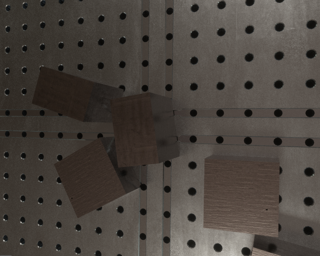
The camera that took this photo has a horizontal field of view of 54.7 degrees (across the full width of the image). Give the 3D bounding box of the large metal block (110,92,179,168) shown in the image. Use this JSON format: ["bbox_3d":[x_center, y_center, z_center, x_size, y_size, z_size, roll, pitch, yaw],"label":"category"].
[{"bbox_3d":[-0.016,0.003,0.388,0.050,0.080,0.080,-8,87,19],"label":"large metal block"}]

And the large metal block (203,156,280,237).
[{"bbox_3d":[0.097,0.075,0.365,0.080,0.050,0.079,1,90,19],"label":"large metal block"}]

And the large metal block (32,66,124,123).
[{"bbox_3d":[-0.108,-0.043,0.420,0.080,0.080,0.050,19,96,18],"label":"large metal block"}]

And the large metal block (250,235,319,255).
[{"bbox_3d":[0.140,0.176,0.350,0.080,0.050,0.079,12,94,19],"label":"large metal block"}]

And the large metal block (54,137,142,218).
[{"bbox_3d":[-0.085,0.066,0.428,0.080,0.050,0.080,-30,81,17],"label":"large metal block"}]
